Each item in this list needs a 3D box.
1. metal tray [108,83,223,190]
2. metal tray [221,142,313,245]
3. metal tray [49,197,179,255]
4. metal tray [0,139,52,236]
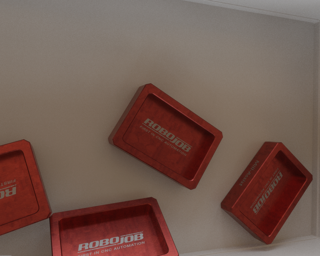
[{"bbox_3d":[0.010,0.013,0.412,0.130,0.030,0.090,33,79,-18],"label":"metal tray"},{"bbox_3d":[0.164,0.096,0.470,0.090,0.030,0.130,43,76,-15],"label":"metal tray"},{"bbox_3d":[-0.055,0.132,0.356,0.131,0.090,0.030,-5,129,-20],"label":"metal tray"},{"bbox_3d":[-0.192,0.074,0.325,0.131,0.030,0.090,-17,81,-20],"label":"metal tray"}]
